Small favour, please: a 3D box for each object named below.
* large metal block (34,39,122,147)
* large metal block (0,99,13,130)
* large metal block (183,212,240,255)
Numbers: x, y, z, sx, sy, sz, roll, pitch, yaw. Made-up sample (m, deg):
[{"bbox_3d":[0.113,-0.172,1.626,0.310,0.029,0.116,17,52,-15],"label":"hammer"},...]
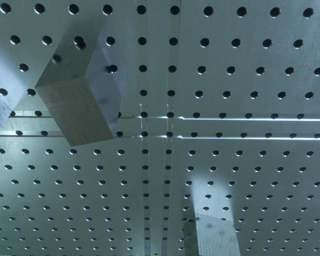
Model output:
[{"bbox_3d":[-0.083,-0.039,0.341,0.050,0.080,0.080,-11,129,9],"label":"large metal block"},{"bbox_3d":[-0.248,-0.021,0.376,0.080,0.050,0.080,-21,127,17],"label":"large metal block"},{"bbox_3d":[0.090,0.207,0.552,0.080,0.080,0.050,17,128,-14],"label":"large metal block"}]
